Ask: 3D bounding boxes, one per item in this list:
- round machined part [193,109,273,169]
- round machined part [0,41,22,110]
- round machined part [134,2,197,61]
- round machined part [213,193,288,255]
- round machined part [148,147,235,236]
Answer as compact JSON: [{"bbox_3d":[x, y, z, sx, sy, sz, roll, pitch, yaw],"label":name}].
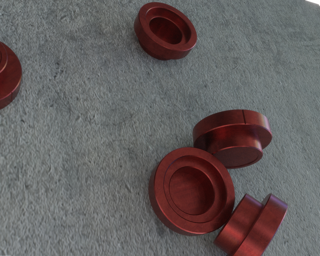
[{"bbox_3d":[0.092,0.020,0.394,0.099,0.097,0.042,12,57,-22],"label":"round machined part"},{"bbox_3d":[-0.199,-0.065,0.325,0.099,0.042,0.098,14,56,-21],"label":"round machined part"},{"bbox_3d":[0.005,-0.145,0.484,0.099,0.042,0.098,14,56,-21],"label":"round machined part"},{"bbox_3d":[0.095,0.112,0.344,0.042,0.097,0.099,34,49,18],"label":"round machined part"},{"bbox_3d":[0.033,0.075,0.360,0.099,0.042,0.098,9,62,-17],"label":"round machined part"}]
